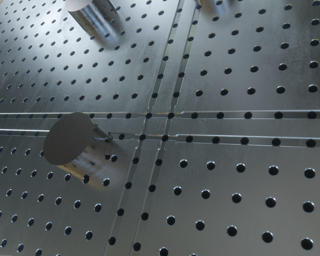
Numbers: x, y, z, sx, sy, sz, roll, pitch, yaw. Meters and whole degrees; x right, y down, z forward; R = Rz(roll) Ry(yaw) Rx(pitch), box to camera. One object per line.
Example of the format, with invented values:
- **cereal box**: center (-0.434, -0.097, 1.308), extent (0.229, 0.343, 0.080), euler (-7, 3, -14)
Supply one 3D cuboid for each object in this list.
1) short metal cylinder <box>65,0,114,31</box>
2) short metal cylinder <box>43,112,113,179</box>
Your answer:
- **short metal cylinder**: center (-0.138, -0.240, 0.609), extent (0.080, 0.050, 0.080), euler (-13, 56, 20)
- **short metal cylinder**: center (-0.114, 0.025, 0.435), extent (0.080, 0.050, 0.080), euler (-13, 56, 20)
